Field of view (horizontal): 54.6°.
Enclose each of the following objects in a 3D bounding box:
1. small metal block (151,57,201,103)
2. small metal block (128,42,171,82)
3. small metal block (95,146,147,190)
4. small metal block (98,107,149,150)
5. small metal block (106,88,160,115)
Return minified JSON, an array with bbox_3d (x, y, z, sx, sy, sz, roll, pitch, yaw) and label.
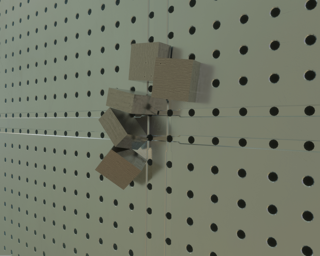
[{"bbox_3d":[0.020,-0.060,0.387,0.050,0.025,0.050,10,97,26],"label":"small metal block"},{"bbox_3d":[-0.014,-0.088,0.422,0.050,0.025,0.050,9,96,40],"label":"small metal block"},{"bbox_3d":[-0.055,0.052,0.438,0.050,0.025,0.050,37,124,-7],"label":"small metal block"},{"bbox_3d":[-0.050,0.002,0.433,0.025,0.050,0.050,-45,62,17],"label":"small metal block"},{"bbox_3d":[-0.037,-0.036,0.425,0.050,0.050,0.025,19,102,38],"label":"small metal block"}]
